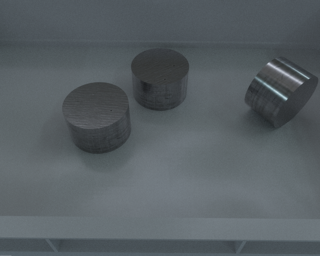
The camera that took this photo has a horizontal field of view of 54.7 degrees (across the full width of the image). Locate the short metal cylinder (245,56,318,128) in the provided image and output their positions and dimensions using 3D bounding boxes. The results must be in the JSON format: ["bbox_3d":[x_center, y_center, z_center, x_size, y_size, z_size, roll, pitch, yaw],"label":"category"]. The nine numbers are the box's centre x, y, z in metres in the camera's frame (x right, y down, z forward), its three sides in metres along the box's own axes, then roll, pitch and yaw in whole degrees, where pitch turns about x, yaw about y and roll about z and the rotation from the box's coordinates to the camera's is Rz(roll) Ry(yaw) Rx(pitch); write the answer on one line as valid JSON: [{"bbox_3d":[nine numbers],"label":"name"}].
[{"bbox_3d":[0.160,-0.047,0.411,0.081,0.080,0.050,-30,57,-23],"label":"short metal cylinder"}]

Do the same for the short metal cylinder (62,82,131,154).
[{"bbox_3d":[-0.079,-0.014,0.399,0.081,0.050,0.080,0,50,0],"label":"short metal cylinder"}]

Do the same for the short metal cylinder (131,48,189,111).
[{"bbox_3d":[0.000,-0.071,0.449,0.081,0.050,0.080,0,50,0],"label":"short metal cylinder"}]
